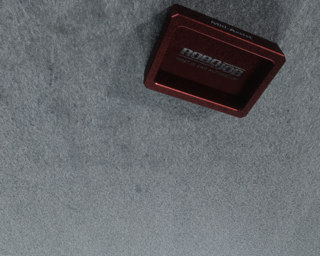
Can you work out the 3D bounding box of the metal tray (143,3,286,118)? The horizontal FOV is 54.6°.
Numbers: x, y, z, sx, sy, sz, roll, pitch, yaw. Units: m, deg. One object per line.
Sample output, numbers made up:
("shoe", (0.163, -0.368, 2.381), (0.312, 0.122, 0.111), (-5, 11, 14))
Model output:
("metal tray", (0.057, -0.069, 0.345), (0.131, 0.030, 0.089), (16, 128, -14))
